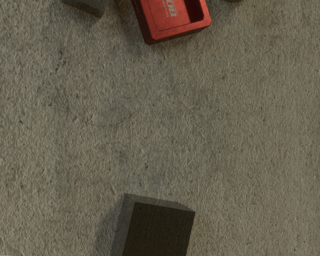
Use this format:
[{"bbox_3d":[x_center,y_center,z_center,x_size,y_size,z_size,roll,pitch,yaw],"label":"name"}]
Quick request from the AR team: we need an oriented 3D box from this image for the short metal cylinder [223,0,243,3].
[{"bbox_3d":[0.113,-0.226,0.437,0.081,0.050,0.080,0,90,-20],"label":"short metal cylinder"}]

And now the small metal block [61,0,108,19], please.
[{"bbox_3d":[-0.087,-0.170,0.377,0.050,0.025,0.050,18,84,-19],"label":"small metal block"}]

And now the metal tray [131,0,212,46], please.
[{"bbox_3d":[0.006,-0.185,0.408,0.091,0.030,0.129,-21,97,-19],"label":"metal tray"}]

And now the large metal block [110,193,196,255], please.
[{"bbox_3d":[-0.010,0.134,0.393,0.081,0.050,0.080,15,85,-20],"label":"large metal block"}]
